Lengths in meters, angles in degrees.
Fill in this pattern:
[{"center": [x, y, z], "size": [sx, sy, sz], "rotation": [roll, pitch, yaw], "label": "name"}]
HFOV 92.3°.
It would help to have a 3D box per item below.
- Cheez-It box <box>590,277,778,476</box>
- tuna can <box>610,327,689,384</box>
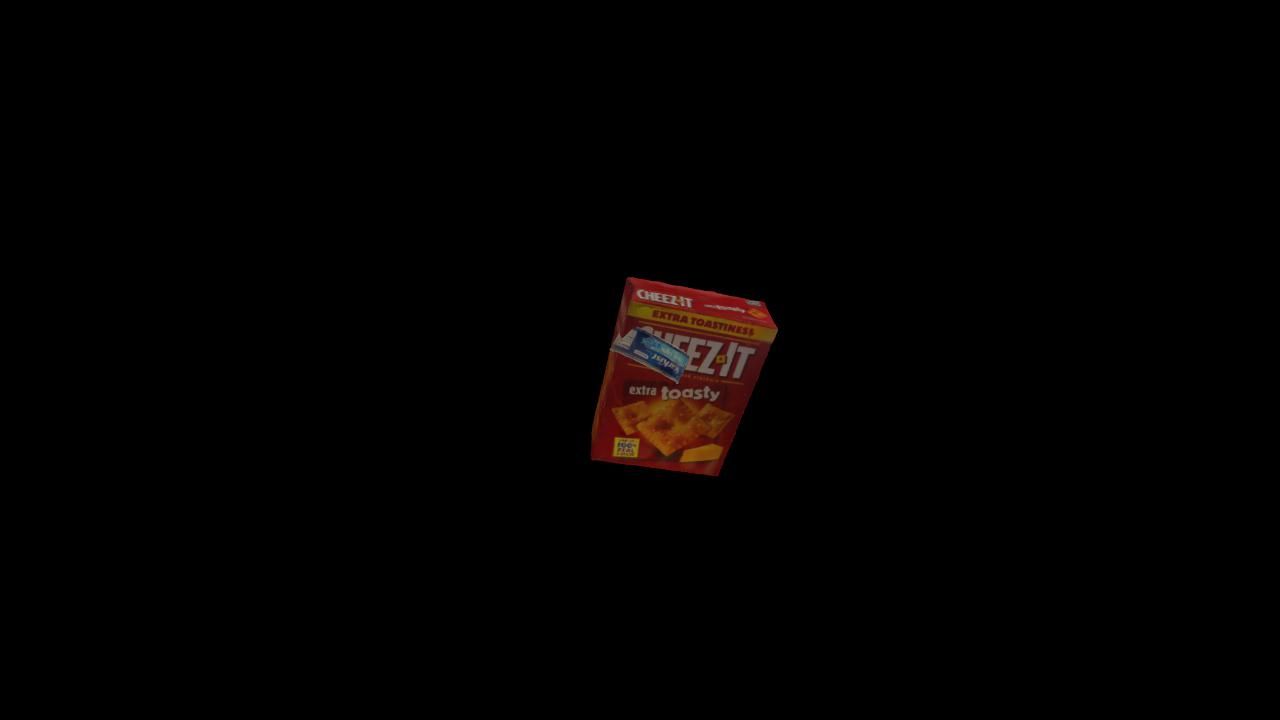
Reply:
[{"center": [0.043, 0.026, 0.719], "size": [0.166, 0.223, 0.071], "rotation": [9, 31, -10], "label": "Cheez-It box"}, {"center": [0.012, -0.007, 0.671], "size": [0.084, 0.034, 0.084], "rotation": [27, -3, 2], "label": "tuna can"}]
